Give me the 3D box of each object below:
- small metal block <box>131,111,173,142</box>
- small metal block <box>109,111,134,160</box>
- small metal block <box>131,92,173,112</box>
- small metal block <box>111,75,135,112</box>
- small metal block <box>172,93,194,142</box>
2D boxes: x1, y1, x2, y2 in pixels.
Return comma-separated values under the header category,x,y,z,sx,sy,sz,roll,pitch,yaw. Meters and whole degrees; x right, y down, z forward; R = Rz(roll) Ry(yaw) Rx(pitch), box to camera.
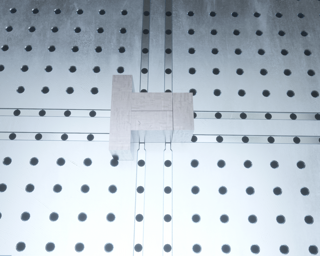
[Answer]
category,x,y,z,sx,sy,sz,roll,pitch,yaw
small metal block,-0.010,-0.001,0.398,0.050,0.050,0.025,0,70,-1
small metal block,-0.048,0.011,0.393,0.025,0.050,0.050,0,70,0
small metal block,-0.010,-0.024,0.406,0.050,0.050,0.025,0,70,-1
small metal block,-0.048,-0.036,0.410,0.025,0.050,0.050,0,70,0
small metal block,0.028,-0.013,0.403,0.025,0.050,0.050,0,70,0
